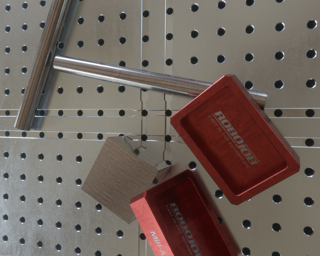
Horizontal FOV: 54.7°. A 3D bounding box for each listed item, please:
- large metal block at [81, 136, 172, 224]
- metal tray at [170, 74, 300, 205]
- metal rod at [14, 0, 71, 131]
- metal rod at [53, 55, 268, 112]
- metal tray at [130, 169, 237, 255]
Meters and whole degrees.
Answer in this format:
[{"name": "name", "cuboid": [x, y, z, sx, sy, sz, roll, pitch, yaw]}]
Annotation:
[{"name": "large metal block", "cuboid": [-0.044, 0.066, 0.414, 0.080, 0.050, 0.080, 31, 100, 17]}, {"name": "metal tray", "cuboid": [0.086, 0.014, 0.362, 0.090, 0.030, 0.130, -38, 86, 25]}, {"name": "metal rod", "cuboid": [-0.165, -0.139, 0.469, 0.025, 0.025, 0.298, 22, 97, 18]}, {"name": "metal rod", "cuboid": [-0.013, -0.063, 0.416, 0.301, 0.025, 0.025, 14, 95, 19]}, {"name": "metal tray", "cuboid": [0.031, 0.123, 0.364, 0.030, 0.091, 0.130, -36, 78, 40]}]
